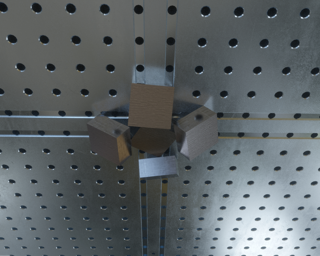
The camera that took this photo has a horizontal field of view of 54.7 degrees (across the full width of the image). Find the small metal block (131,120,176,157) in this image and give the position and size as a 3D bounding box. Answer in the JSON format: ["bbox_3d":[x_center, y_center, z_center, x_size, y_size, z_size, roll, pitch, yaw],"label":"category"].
[{"bbox_3d":[-0.009,0.008,0.417,0.050,0.025,0.050,25,126,-20],"label":"small metal block"}]

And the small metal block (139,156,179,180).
[{"bbox_3d":[0.000,0.058,0.445,0.050,0.025,0.050,-7,166,5],"label":"small metal block"}]

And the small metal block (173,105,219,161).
[{"bbox_3d":[0.048,0.007,0.402,0.050,0.025,0.050,-30,133,-21],"label":"small metal block"}]

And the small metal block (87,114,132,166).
[{"bbox_3d":[-0.066,0.016,0.409,0.050,0.025,0.050,24,136,25],"label":"small metal block"}]

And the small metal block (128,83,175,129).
[{"bbox_3d":[-0.011,-0.026,0.373,0.050,0.025,0.050,5,94,-4],"label":"small metal block"}]
